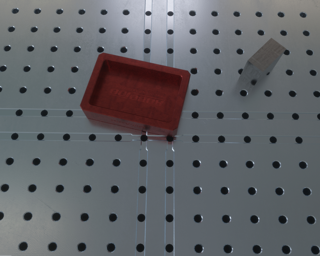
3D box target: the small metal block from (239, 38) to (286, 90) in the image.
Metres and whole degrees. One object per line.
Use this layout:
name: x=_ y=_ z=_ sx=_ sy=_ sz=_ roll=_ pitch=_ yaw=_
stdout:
small metal block: x=0.141 y=-0.089 z=0.432 sx=0.025 sy=0.050 sz=0.050 roll=43 pitch=76 yaw=14

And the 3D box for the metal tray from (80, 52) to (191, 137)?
metal tray: x=-0.031 y=-0.046 z=0.425 sx=0.131 sy=0.030 sz=0.090 roll=13 pitch=70 yaw=4
